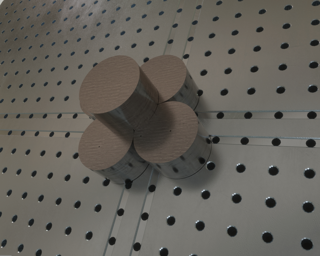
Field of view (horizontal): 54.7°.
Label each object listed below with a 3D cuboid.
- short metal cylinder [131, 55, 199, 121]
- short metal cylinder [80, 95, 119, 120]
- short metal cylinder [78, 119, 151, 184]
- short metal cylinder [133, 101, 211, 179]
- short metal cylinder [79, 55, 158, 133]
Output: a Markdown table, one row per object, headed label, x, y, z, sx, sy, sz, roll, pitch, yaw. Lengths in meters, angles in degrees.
| label | x | y | z | sx | sy | sz | roll | pitch | yaw |
| --- | --- | --- | --- | --- | --- | --- | --- | --- | --- |
| short metal cylinder | 0.007 | -0.051 | 0.418 | 0.080 | 0.050 | 0.080 | -13 | 56 | 20 |
| short metal cylinder | -0.067 | -0.039 | 0.449 | 0.080 | 0.050 | 0.080 | -13 | 56 | 20 |
| short metal cylinder | -0.058 | 0.026 | 0.404 | 0.080 | 0.050 | 0.080 | -13 | 56 | 20 |
| short metal cylinder | 0.016 | 0.015 | 0.373 | 0.080 | 0.050 | 0.080 | -13 | 56 | 20 |
| short metal cylinder | -0.049 | -0.040 | 0.374 | 0.080 | 0.050 | 0.080 | -12 | 58 | 20 |
